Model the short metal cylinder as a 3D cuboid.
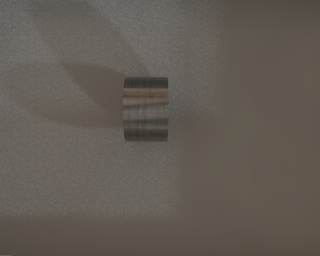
[{"bbox_3d":[-0.016,-0.023,0.381,0.050,0.080,0.079,0,90,0],"label":"short metal cylinder"}]
